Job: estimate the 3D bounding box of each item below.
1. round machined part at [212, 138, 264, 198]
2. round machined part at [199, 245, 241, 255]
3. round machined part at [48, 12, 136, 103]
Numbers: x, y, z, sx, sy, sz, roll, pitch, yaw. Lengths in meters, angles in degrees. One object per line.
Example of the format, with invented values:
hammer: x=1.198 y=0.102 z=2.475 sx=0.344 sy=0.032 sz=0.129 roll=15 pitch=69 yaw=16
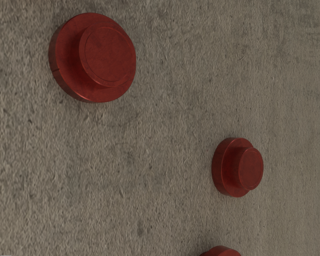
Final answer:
round machined part: x=0.132 y=0.065 z=0.504 sx=0.099 sy=0.042 sz=0.097 roll=0 pitch=90 yaw=-40
round machined part: x=0.082 y=0.225 z=0.462 sx=0.099 sy=0.042 sz=0.097 roll=0 pitch=90 yaw=-40
round machined part: x=-0.066 y=-0.077 z=0.338 sx=0.099 sy=0.042 sz=0.097 roll=0 pitch=90 yaw=-40
